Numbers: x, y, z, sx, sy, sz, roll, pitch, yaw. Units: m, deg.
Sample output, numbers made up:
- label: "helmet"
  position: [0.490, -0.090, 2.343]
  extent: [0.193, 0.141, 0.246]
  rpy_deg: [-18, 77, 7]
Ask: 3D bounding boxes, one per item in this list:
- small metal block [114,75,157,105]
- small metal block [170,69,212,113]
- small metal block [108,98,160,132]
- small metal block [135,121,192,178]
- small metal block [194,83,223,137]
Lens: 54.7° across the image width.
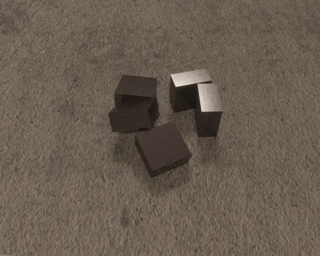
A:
- label: "small metal block"
  position: [-0.033, -0.050, 0.439]
  extent: [0.050, 0.025, 0.050]
  rpy_deg: [7, 40, 5]
- label: "small metal block"
  position: [0.041, -0.051, 0.431]
  extent: [0.050, 0.050, 0.025]
  rpy_deg: [-11, 51, -10]
- label: "small metal block"
  position: [-0.032, -0.017, 0.397]
  extent: [0.050, 0.025, 0.050]
  rpy_deg: [-5, 21, 14]
- label: "small metal block"
  position: [0.003, 0.026, 0.375]
  extent: [0.050, 0.025, 0.050]
  rpy_deg: [-21, 66, -17]
- label: "small metal block"
  position: [0.062, -0.023, 0.407]
  extent: [0.025, 0.050, 0.050]
  rpy_deg: [-1, 50, -1]
